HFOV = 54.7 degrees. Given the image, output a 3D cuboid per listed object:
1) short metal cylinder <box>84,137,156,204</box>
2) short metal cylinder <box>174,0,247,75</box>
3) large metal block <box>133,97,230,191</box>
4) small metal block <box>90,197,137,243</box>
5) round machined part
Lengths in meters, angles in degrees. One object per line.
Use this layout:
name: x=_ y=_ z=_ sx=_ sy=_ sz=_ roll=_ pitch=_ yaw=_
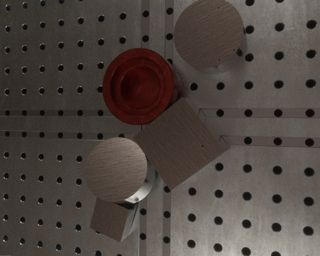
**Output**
short metal cylinder: x=-0.050 y=0.057 z=0.403 sx=0.080 sy=0.050 sz=0.080 roll=-3 pitch=72 yaw=10
short metal cylinder: x=0.062 y=-0.109 z=0.377 sx=0.080 sy=0.050 sz=0.079 roll=0 pitch=90 yaw=19
large metal block: x=0.028 y=0.019 z=0.389 sx=0.080 sy=0.050 sz=0.080 roll=-39 pitch=78 yaw=15
small metal block: x=-0.065 y=0.122 z=0.432 sx=0.050 sy=0.025 sz=0.050 roll=19 pitch=102 yaw=18
round machined part: x=-0.023 y=-0.053 z=0.411 sx=0.098 sy=0.042 sz=0.097 roll=0 pitch=90 yaw=19
